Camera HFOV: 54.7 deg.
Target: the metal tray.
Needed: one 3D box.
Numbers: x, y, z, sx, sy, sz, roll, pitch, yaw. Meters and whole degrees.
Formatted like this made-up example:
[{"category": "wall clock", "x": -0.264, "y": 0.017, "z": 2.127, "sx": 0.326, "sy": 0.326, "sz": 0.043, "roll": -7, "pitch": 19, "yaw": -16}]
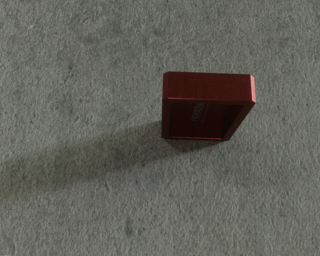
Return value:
[{"category": "metal tray", "x": 0.048, "y": -0.019, "z": 0.360, "sx": 0.091, "sy": 0.130, "sz": 0.030, "roll": 2, "pitch": 70, "yaw": 0}]
